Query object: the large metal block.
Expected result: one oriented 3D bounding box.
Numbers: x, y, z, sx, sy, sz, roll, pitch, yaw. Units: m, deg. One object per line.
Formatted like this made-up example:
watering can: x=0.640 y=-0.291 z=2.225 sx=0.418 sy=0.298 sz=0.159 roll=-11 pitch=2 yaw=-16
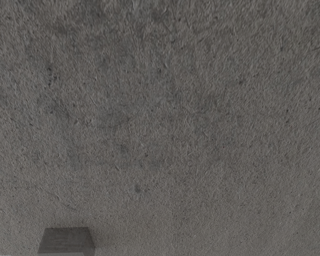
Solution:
large metal block: x=-0.173 y=0.233 z=0.588 sx=0.080 sy=0.050 sz=0.079 roll=-2 pitch=130 yaw=1
